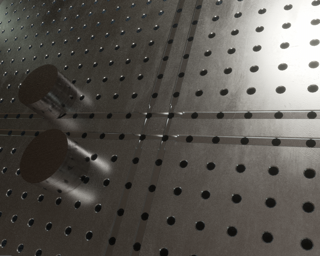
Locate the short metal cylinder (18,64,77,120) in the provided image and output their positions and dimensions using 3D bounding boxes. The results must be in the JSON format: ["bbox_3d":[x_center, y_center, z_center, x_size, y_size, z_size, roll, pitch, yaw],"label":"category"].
[{"bbox_3d":[-0.190,-0.061,0.527,0.080,0.050,0.080,-13,56,20],"label":"short metal cylinder"}]

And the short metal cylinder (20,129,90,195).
[{"bbox_3d":[-0.147,0.048,0.438,0.080,0.050,0.080,-13,56,20],"label":"short metal cylinder"}]
